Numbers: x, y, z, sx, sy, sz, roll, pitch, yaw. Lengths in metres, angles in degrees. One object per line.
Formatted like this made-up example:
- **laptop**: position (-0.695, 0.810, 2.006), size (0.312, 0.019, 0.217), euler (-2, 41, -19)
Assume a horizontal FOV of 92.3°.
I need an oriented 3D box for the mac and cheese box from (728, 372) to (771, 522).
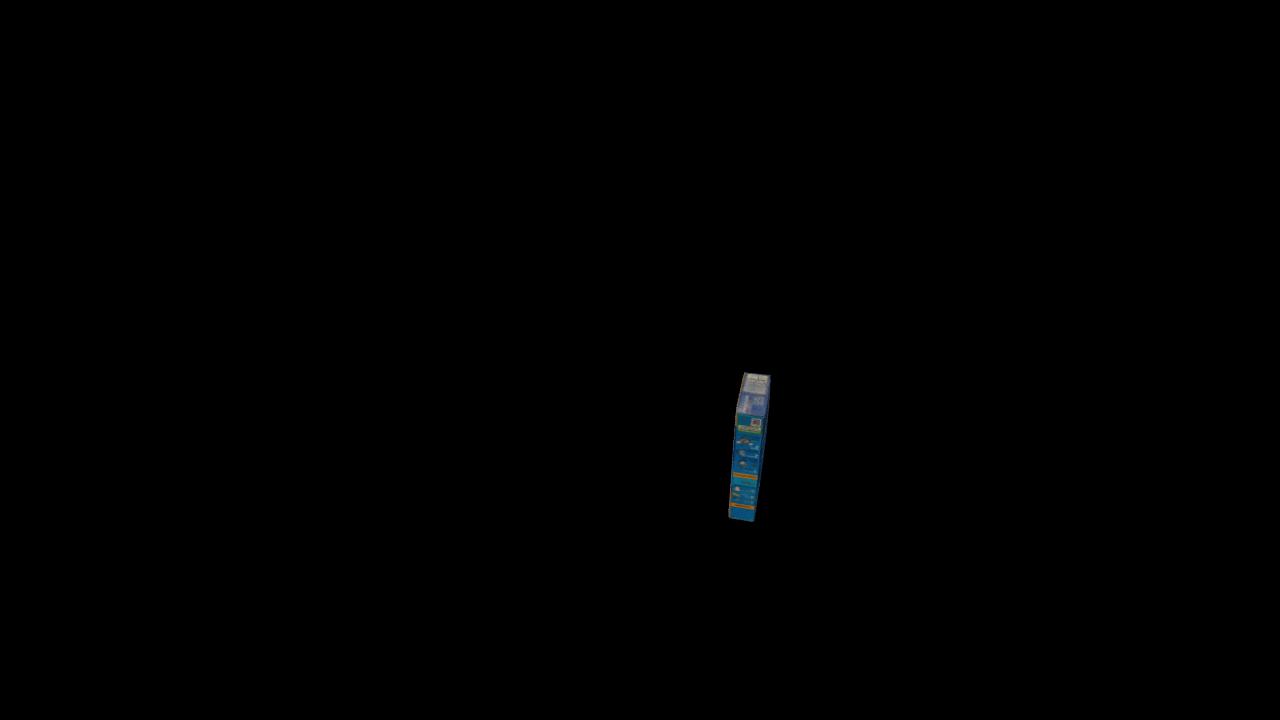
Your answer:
- **mac and cheese box**: position (0.145, 0.117, 0.817), size (0.041, 0.184, 0.093), euler (6, 34, 12)
